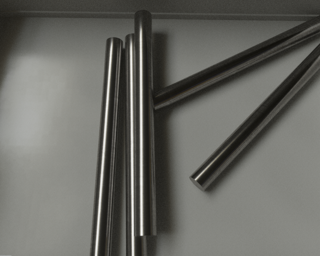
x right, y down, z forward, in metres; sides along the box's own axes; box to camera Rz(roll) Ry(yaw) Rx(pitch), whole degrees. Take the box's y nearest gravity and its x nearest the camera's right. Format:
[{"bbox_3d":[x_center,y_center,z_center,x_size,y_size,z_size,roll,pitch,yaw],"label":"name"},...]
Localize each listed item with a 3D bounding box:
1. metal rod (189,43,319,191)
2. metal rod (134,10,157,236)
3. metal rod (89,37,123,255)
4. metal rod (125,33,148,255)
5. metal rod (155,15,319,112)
[{"bbox_3d":[0.152,-0.030,0.421,0.301,0.025,0.025,-43,76,-14],"label":"metal rod"},{"bbox_3d":[-0.020,-0.021,0.393,0.025,0.025,0.299,-1,69,-1],"label":"metal rod"},{"bbox_3d":[-0.067,0.015,0.403,0.025,0.025,0.299,0,70,0],"label":"metal rod"},{"bbox_3d":[-0.033,0.008,0.406,0.025,0.025,0.299,-2,70,-1],"label":"metal rod"},{"bbox_3d":[0.122,-0.098,0.446,0.302,0.025,0.025,-26,72,-9],"label":"metal rod"}]
